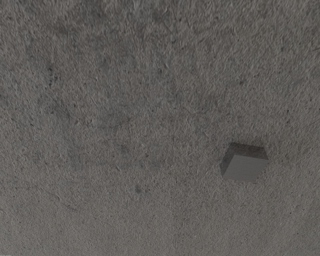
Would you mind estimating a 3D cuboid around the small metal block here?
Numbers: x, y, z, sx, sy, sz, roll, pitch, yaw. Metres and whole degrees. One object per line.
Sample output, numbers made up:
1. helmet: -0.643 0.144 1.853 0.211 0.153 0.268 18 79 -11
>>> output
1. small metal block: 0.121 0.051 0.451 0.050 0.025 0.050 9 130 -8
